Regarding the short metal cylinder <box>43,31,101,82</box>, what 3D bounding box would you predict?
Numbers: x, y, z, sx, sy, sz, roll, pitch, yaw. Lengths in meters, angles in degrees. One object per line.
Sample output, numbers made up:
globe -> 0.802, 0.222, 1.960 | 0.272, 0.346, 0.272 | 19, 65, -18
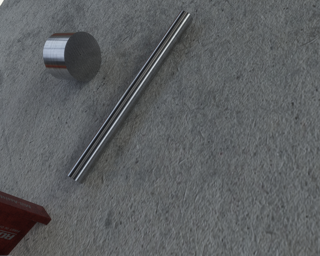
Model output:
short metal cylinder -> -0.145, -0.119, 0.518 | 0.050, 0.080, 0.080 | 10, 67, 32

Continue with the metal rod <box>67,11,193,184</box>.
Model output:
metal rod -> -0.038, -0.053, 0.456 | 0.025, 0.025, 0.300 | 23, 74, 36

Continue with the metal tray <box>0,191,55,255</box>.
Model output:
metal tray -> -0.210, 0.127, 0.385 | 0.090, 0.130, 0.030 | -51, 50, -6
